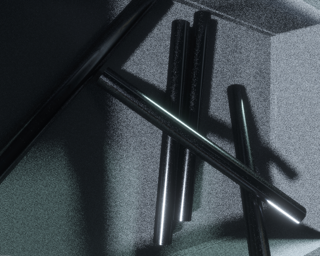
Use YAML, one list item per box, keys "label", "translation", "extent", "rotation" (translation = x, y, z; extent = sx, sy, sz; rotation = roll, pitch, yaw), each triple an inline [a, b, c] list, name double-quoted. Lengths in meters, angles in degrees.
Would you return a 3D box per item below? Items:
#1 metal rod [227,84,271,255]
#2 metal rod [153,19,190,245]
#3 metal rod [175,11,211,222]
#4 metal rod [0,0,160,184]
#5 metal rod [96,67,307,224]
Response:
- label: "metal rod"
  translation: [0.121, 0.060, 0.429]
  extent: [0.025, 0.025, 0.300]
  rotation: [30, 47, -36]
- label: "metal rod"
  translation: [0.016, 0.003, 0.419]
  extent: [0.025, 0.025, 0.298]
  rotation: [8, 85, -40]
- label: "metal rod"
  translation: [0.047, -0.020, 0.445]
  extent: [0.025, 0.025, 0.298]
  rotation: [10, 83, -40]
- label: "metal rod"
  translation: [-0.085, -0.060, 0.335]
  extent: [0.025, 0.025, 0.301]
  rotation: [49, 61, -29]
- label: "metal rod"
  translation: [0.056, 0.026, 0.375]
  extent: [0.301, 0.025, 0.025]
  rotation: [35, 66, -8]
